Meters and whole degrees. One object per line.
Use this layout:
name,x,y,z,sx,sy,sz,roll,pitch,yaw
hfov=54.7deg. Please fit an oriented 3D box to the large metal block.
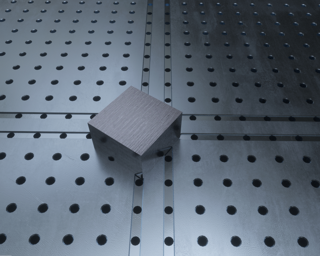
large metal block,-0.029,0.003,0.388,0.080,0.050,0.080,29,56,22
